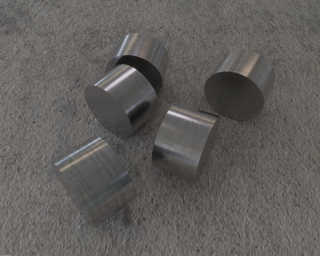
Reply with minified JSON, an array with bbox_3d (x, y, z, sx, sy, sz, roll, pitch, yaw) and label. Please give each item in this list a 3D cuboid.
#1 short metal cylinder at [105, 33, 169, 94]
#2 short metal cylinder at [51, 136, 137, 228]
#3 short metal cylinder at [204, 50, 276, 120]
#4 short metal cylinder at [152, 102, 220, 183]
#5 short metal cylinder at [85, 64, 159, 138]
[{"bbox_3d":[-0.031,-0.085,0.439,0.080,0.080,0.050,9,51,7],"label":"short metal cylinder"},{"bbox_3d":[-0.069,0.055,0.321,0.050,0.080,0.080,-33,57,-24],"label":"short metal cylinder"},{"bbox_3d":[0.107,-0.056,0.415,0.080,0.080,0.050,23,54,18],"label":"short metal cylinder"},{"bbox_3d":[0.031,0.016,0.354,0.050,0.080,0.080,20,53,16],"label":"short metal cylinder"},{"bbox_3d":[-0.049,-0.034,0.395,0.080,0.080,0.050,31,57,23],"label":"short metal cylinder"}]
